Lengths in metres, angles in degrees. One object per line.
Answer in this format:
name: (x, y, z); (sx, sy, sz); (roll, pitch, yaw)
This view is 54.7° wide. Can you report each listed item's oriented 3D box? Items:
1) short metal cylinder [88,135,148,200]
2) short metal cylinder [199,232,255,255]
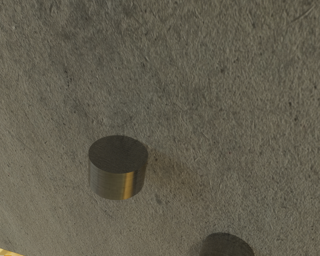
short metal cylinder: (-0.060, 0.054, 0.436); (0.080, 0.080, 0.050); (21, 126, 16)
short metal cylinder: (0.098, 0.206, 0.466); (0.080, 0.050, 0.079); (13, 124, 21)
